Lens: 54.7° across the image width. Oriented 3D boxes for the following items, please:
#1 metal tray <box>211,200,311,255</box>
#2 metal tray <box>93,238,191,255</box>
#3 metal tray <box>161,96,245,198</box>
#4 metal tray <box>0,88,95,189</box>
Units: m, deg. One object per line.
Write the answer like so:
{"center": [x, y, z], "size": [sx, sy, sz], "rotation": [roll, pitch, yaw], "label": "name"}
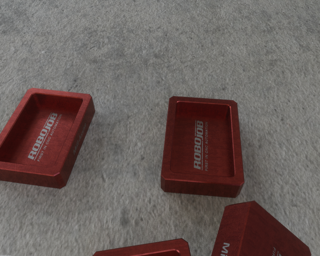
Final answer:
{"center": [0.079, 0.138, 0.252], "size": [0.090, 0.030, 0.130], "rotation": [41, 51, -17], "label": "metal tray"}
{"center": [-0.009, 0.167, 0.259], "size": [0.091, 0.030, 0.130], "rotation": [-7, 50, -6], "label": "metal tray"}
{"center": [0.052, 0.018, 0.385], "size": [0.091, 0.030, 0.130], "rotation": [4, 50, 3], "label": "metal tray"}
{"center": [-0.145, 0.008, 0.391], "size": [0.091, 0.030, 0.130], "rotation": [7, 50, 5], "label": "metal tray"}
